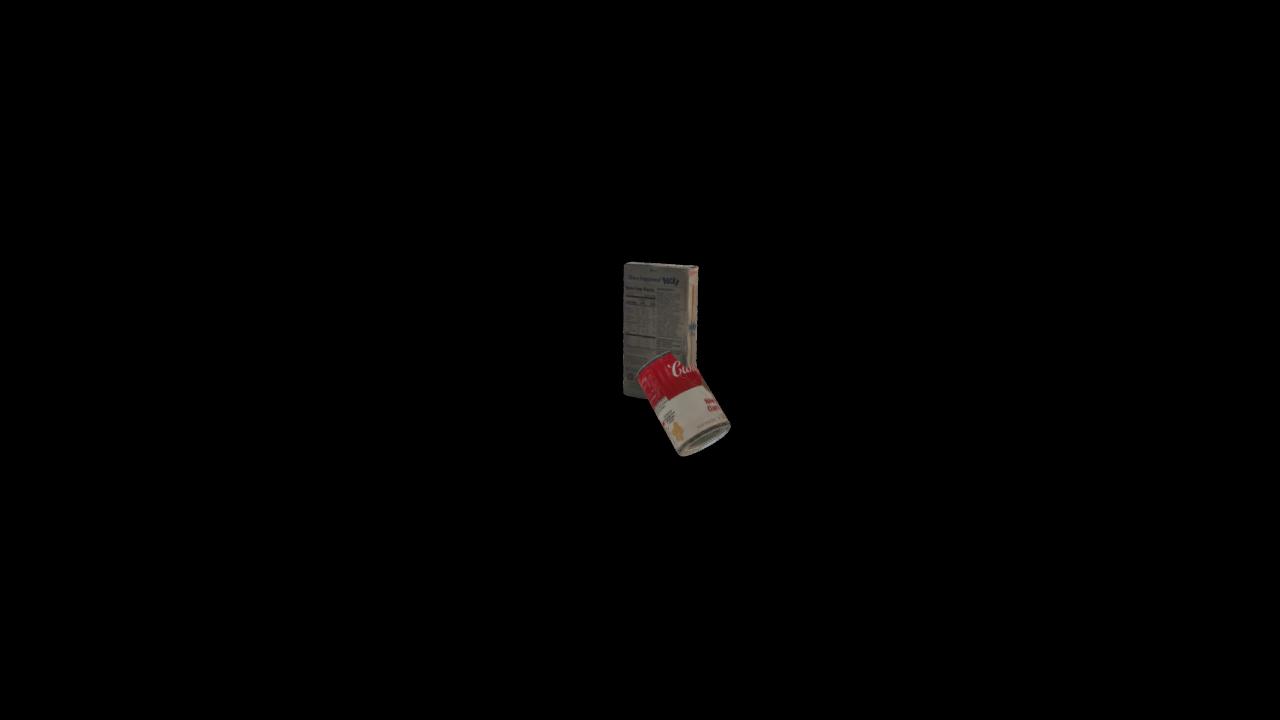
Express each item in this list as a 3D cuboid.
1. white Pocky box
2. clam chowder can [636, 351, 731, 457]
[{"bbox_3d":[0.022,-0.030,0.686,0.084,0.154,0.028,9,16,30],"label":"white Pocky box"},{"bbox_3d":[0.047,0.047,0.680,0.068,0.102,0.068,-25,-21,-10],"label":"clam chowder can"}]
